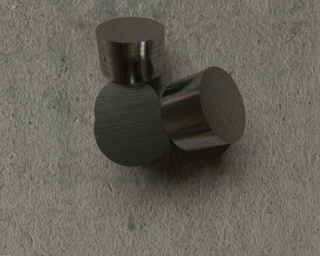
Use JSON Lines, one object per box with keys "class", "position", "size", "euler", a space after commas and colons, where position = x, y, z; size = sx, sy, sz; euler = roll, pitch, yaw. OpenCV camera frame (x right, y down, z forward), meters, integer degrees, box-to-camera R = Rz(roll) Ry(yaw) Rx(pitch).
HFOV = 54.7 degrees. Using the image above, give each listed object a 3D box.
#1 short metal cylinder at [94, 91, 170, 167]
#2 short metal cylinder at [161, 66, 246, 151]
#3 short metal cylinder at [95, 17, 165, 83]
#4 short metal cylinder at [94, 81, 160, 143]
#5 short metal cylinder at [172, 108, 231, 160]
{"class": "short metal cylinder", "position": [-0.029, 0.001, 0.348], "size": [0.081, 0.050, 0.079], "euler": [0, 90, -1]}
{"class": "short metal cylinder", "position": [0.047, -0.019, 0.327], "size": [0.050, 0.081, 0.080], "euler": [-17, 90, 42]}
{"class": "short metal cylinder", "position": [-0.035, -0.097, 0.377], "size": [0.081, 0.080, 0.050], "euler": [0, 129, -1]}
{"class": "short metal cylinder", "position": [-0.039, -0.022, 0.398], "size": [0.081, 0.050, 0.079], "euler": [0, 90, -1]}
{"class": "short metal cylinder", "position": [0.052, -0.001, 0.399], "size": [0.081, 0.050, 0.079], "euler": [0, 90, -1]}
